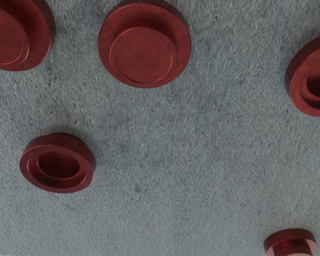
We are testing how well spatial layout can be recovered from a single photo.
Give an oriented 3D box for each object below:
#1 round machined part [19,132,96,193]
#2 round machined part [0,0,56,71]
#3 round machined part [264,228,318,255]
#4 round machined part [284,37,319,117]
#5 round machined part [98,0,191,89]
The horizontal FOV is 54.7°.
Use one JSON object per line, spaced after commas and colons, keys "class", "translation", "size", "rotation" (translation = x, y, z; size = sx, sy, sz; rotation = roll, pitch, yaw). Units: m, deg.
{"class": "round machined part", "translation": [-0.139, 0.045, 0.433], "size": [0.099, 0.042, 0.097], "rotation": [0, 130, 0]}
{"class": "round machined part", "translation": [-0.160, -0.099, 0.310], "size": [0.099, 0.042, 0.097], "rotation": [0, 130, 0]}
{"class": "round machined part", "translation": [0.257, 0.241, 0.603], "size": [0.099, 0.042, 0.097], "rotation": [0, 130, 0]}
{"class": "round machined part", "translation": [0.189, -0.063, 0.344], "size": [0.099, 0.042, 0.097], "rotation": [0, 130, 0]}
{"class": "round machined part", "translation": [-0.016, -0.082, 0.326], "size": [0.099, 0.042, 0.097], "rotation": [0, 130, 0]}
